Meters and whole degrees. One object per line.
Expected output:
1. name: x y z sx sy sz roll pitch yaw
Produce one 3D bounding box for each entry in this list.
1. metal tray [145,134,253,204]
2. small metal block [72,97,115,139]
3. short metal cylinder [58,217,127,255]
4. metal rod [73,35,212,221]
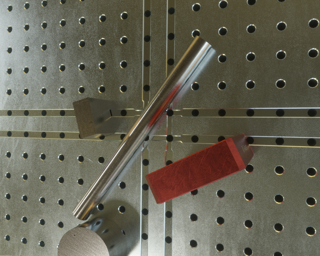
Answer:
1. metal tray: 0.051 0.040 0.339 0.090 0.130 0.030 -27 81 18
2. small metal block: -0.091 -0.013 0.431 0.025 0.050 0.050 -16 85 19
3. short metal cylinder: -0.093 0.171 0.432 0.080 0.050 0.079 0 90 20
4. metal rod: -0.030 0.008 0.423 0.025 0.025 0.299 39 102 15
